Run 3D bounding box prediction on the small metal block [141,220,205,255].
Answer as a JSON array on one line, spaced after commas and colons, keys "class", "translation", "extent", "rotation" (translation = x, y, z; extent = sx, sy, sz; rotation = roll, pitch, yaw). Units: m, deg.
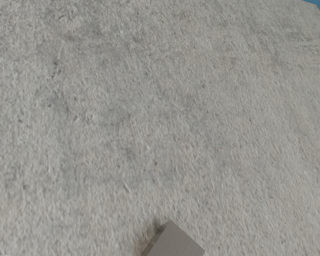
[{"class": "small metal block", "translation": [0.012, 0.136, 0.329], "extent": [0.050, 0.025, 0.050], "rotation": [42, 51, 0]}]
